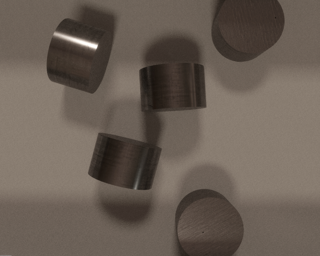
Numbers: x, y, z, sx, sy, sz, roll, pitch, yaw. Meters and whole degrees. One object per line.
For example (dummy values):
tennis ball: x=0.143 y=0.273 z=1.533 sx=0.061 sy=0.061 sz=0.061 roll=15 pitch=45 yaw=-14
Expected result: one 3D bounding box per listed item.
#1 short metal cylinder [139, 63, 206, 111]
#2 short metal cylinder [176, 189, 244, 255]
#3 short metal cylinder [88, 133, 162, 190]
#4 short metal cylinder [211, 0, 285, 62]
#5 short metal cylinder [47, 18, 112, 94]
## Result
short metal cylinder: x=0.016 y=-0.048 z=0.384 sx=0.081 sy=0.080 sz=0.050 roll=-3 pitch=90 yaw=-1
short metal cylinder: x=0.061 y=0.124 z=0.400 sx=0.081 sy=0.050 sz=0.079 roll=0 pitch=90 yaw=-1
short metal cylinder: x=-0.043 y=0.040 z=0.383 sx=0.080 sy=0.080 sz=0.050 roll=15 pitch=90 yaw=-1
short metal cylinder: x=0.111 y=-0.130 z=0.400 sx=0.081 sy=0.050 sz=0.079 roll=0 pitch=90 yaw=-1
short metal cylinder: x=-0.097 y=-0.088 z=0.383 sx=0.050 sy=0.080 sz=0.080 roll=17 pitch=90 yaw=0
